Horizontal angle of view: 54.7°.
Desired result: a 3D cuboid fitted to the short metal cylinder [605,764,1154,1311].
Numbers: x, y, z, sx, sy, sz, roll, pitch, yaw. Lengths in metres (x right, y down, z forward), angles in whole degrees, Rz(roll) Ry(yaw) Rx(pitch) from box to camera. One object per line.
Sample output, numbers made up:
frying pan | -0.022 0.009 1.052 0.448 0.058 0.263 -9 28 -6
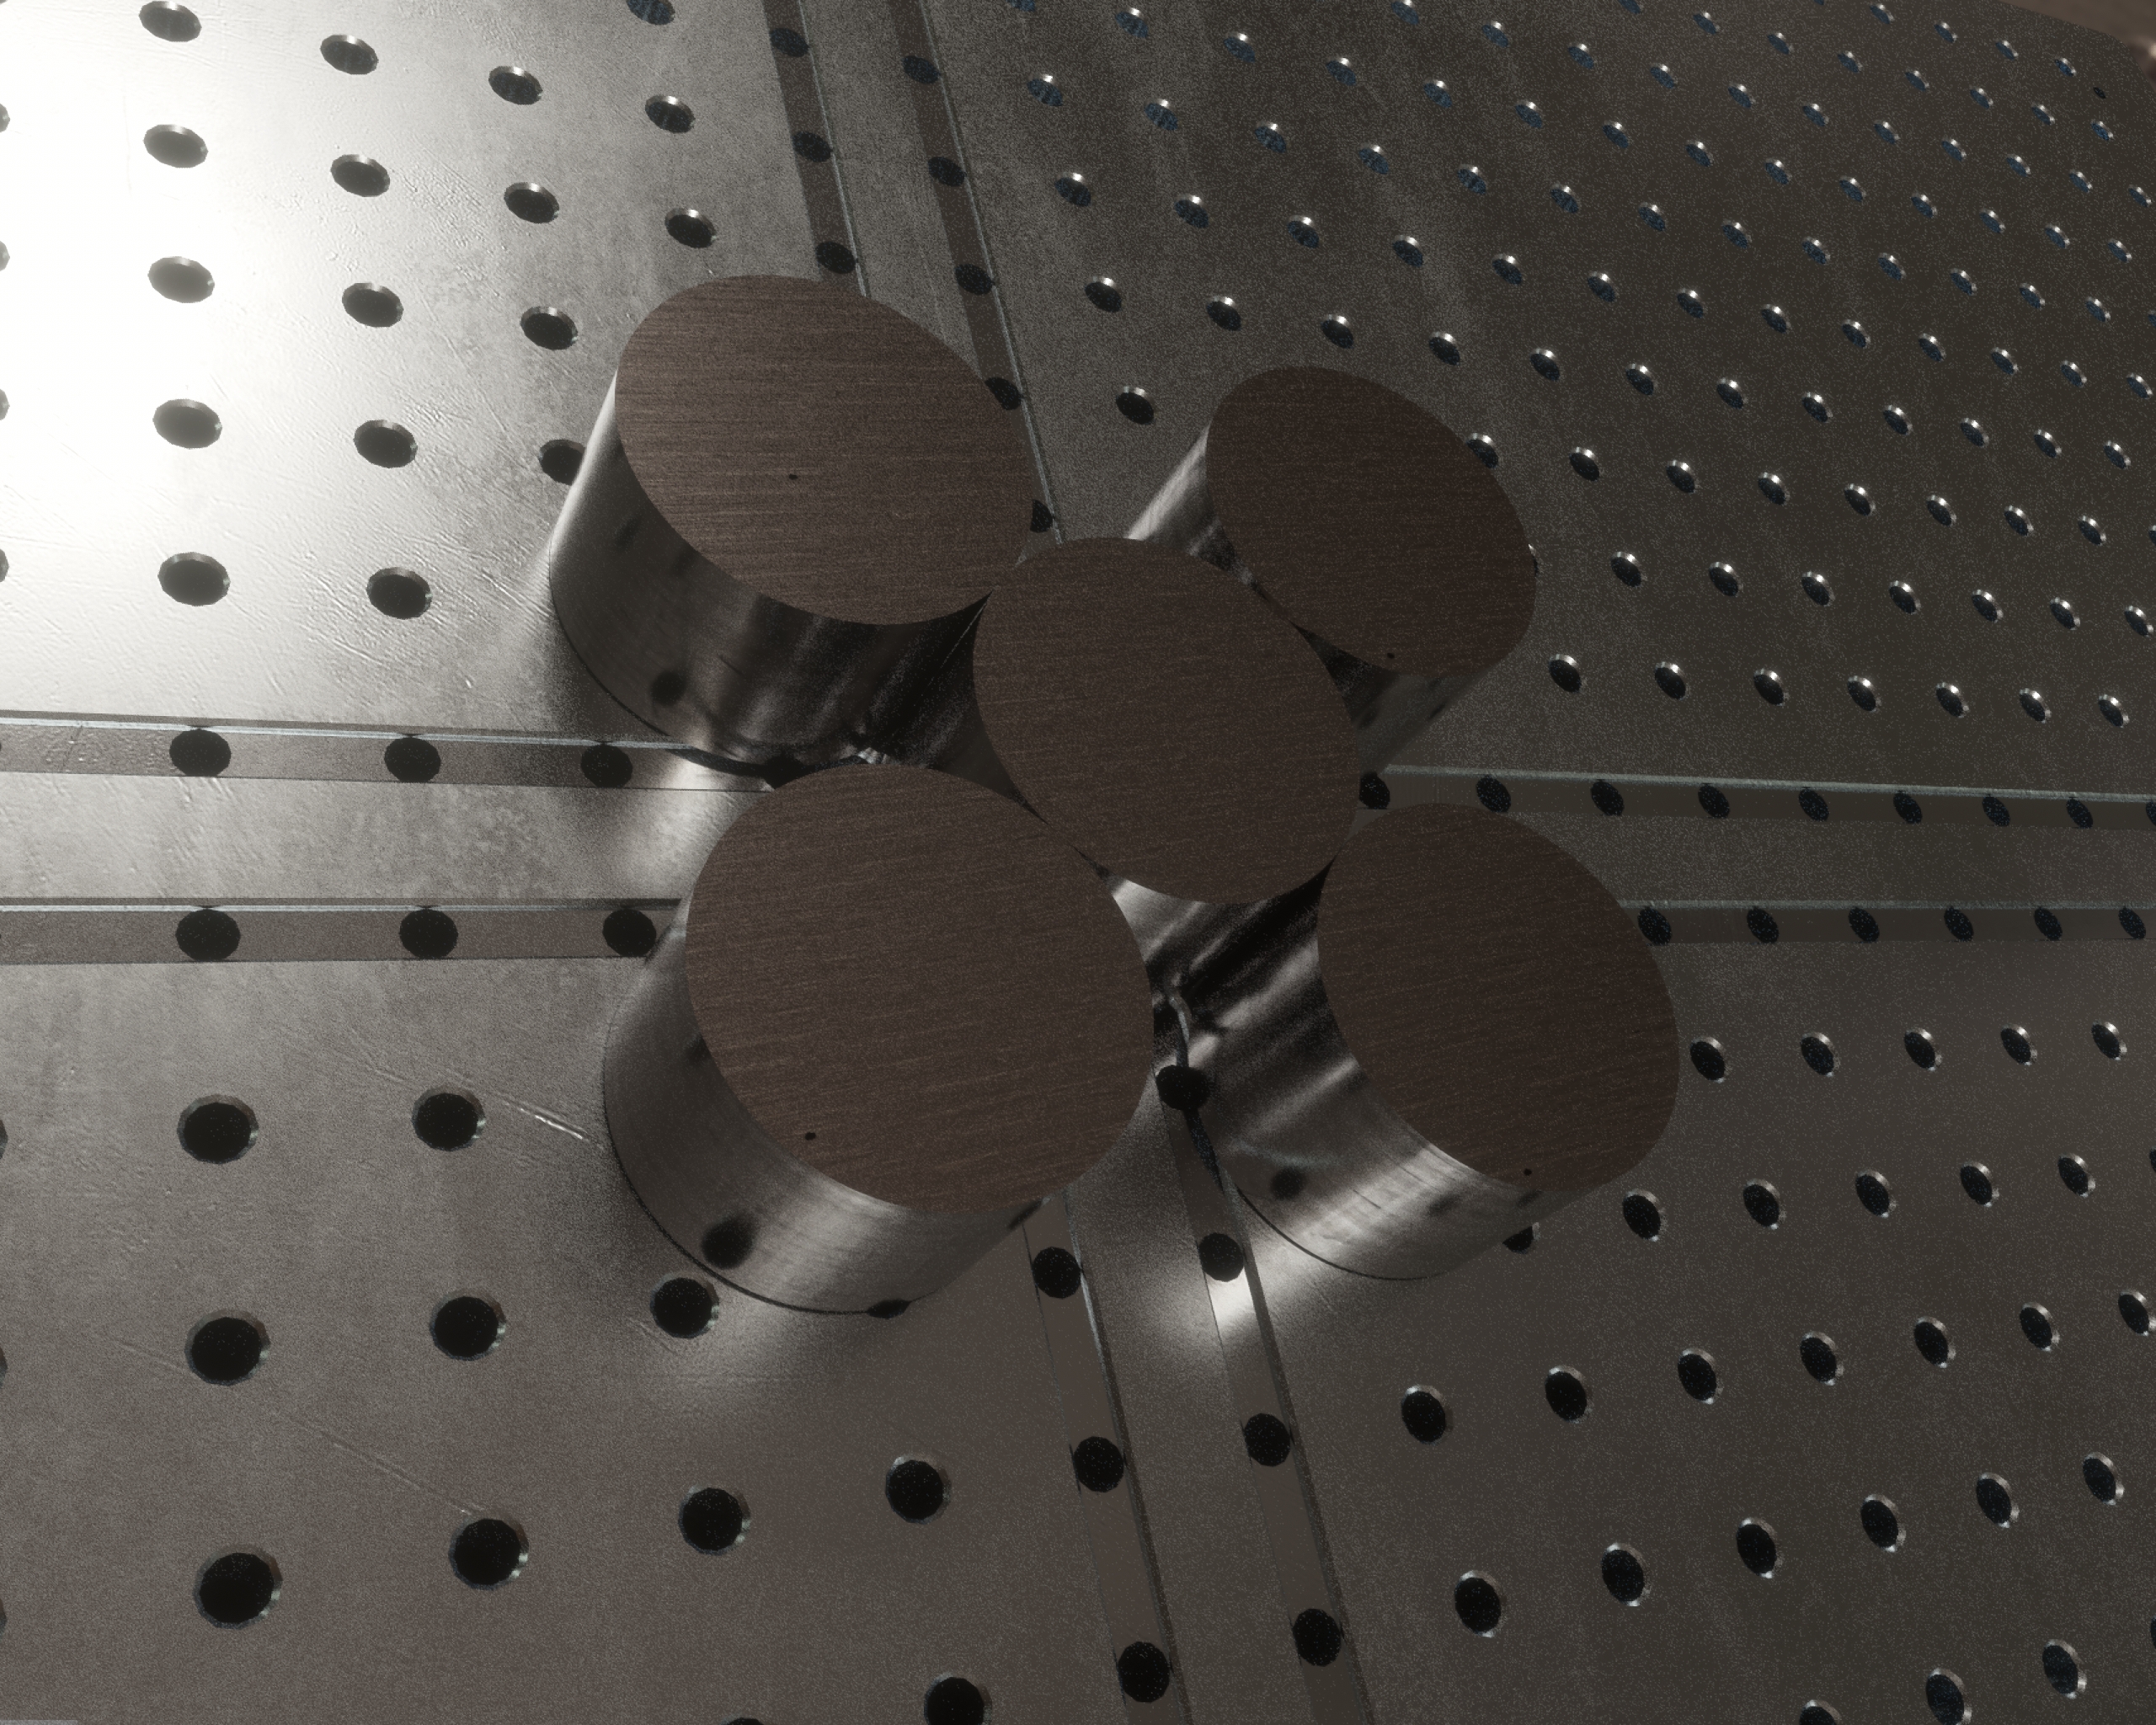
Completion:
short metal cylinder | -0.034 0.030 0.355 0.081 0.050 0.080 14 56 -21

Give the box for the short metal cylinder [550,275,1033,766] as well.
short metal cylinder | -0.056 -0.065 0.402 0.081 0.050 0.080 14 56 -21

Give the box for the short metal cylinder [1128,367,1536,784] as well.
short metal cylinder | 0.052 -0.061 0.456 0.081 0.050 0.080 14 56 -21

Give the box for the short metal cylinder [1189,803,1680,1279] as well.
short metal cylinder | 0.069 0.035 0.409 0.081 0.050 0.080 14 56 -21

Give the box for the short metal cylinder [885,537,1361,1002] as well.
short metal cylinder | 0.007 -0.016 0.407 0.081 0.050 0.080 14 56 -21
